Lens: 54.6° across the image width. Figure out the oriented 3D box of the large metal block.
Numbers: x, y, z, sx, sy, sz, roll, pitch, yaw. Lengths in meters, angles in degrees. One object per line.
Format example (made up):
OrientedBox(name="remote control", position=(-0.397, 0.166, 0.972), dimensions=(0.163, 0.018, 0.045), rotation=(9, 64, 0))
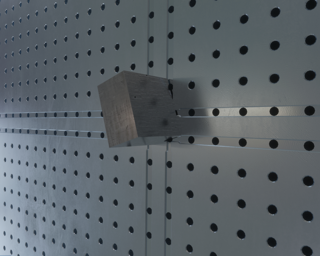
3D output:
OrientedBox(name="large metal block", position=(-0.025, -0.021, 0.396), dimensions=(0.050, 0.081, 0.080), rotation=(-21, 77, 38))
